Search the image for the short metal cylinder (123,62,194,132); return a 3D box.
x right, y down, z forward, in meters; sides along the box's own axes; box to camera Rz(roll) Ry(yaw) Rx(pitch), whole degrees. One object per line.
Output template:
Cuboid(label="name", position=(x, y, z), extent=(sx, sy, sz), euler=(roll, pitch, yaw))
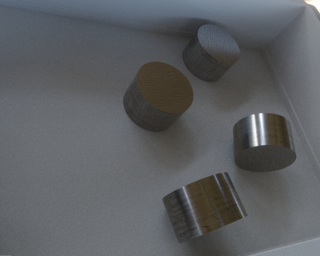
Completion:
Cuboid(label="short metal cylinder", position=(-0.003, -0.042, 0.415), extent=(0.081, 0.050, 0.080), euler=(14, 56, -21))

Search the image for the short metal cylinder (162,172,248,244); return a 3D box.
Cuboid(label="short metal cylinder", position=(0.049, 0.089, 0.344), extent=(0.081, 0.080, 0.050), euler=(-9, 67, -33))

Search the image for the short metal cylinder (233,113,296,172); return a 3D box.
Cuboid(label="short metal cylinder", position=(0.145, 0.022, 0.437), extent=(0.081, 0.080, 0.050), euler=(18, 55, -19))

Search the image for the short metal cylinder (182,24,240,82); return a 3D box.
Cuboid(label="short metal cylinder", position=(0.084, -0.123, 0.512), extent=(0.081, 0.050, 0.080), euler=(14, 56, -21))
